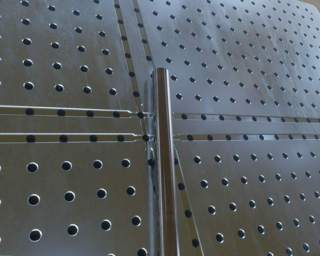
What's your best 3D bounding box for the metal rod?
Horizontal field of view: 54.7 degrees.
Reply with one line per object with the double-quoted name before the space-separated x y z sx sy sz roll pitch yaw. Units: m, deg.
"metal rod" 0.006 0.047 0.383 0.025 0.025 0.299 12 57 -22
